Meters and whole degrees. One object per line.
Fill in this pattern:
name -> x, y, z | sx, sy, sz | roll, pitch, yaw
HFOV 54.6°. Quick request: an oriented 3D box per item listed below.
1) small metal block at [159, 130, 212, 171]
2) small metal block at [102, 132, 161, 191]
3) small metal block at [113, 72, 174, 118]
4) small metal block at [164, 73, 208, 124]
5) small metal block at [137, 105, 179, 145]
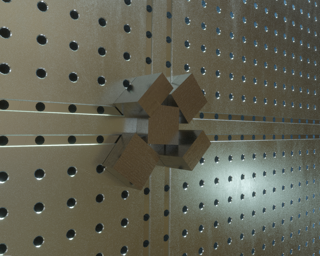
small metal block -> 0.033, 0.029, 0.419 | 0.050, 0.050, 0.025 | -50, 119, -28
small metal block -> -0.034, 0.040, 0.379 | 0.050, 0.025, 0.050 | 46, 62, -31
small metal block -> -0.020, -0.039, 0.374 | 0.025, 0.050, 0.050 | 52, 60, -28
small metal block -> 0.034, -0.041, 0.436 | 0.050, 0.025, 0.050 | -47, 118, -29
small metal block -> -0.002, -0.004, 0.405 | 0.050, 0.025, 0.050 | 4, 86, -39
